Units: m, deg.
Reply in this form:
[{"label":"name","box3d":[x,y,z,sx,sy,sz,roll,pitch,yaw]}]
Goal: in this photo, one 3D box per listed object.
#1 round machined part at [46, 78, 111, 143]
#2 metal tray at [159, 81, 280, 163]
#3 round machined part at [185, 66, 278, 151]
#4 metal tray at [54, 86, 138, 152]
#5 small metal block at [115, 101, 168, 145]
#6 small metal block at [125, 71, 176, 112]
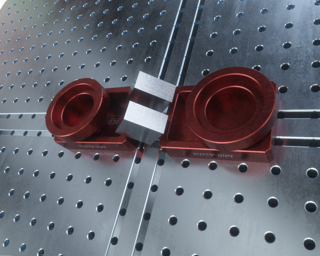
[{"label":"round machined part","box3d":[-0.114,-0.022,0.455,0.098,0.042,0.098,-13,56,21]},{"label":"metal tray","box3d":[0.071,-0.009,0.374,0.130,0.030,0.090,1,62,28]},{"label":"round machined part","box3d":[0.081,-0.018,0.350,0.098,0.042,0.098,-13,56,21]},{"label":"metal tray","box3d":[-0.087,-0.013,0.461,0.130,0.030,0.090,0,63,28]},{"label":"small metal block","box3d":[-0.024,-0.005,0.389,0.050,0.050,0.025,136,151,-62]},{"label":"small metal block","box3d":[-0.013,-0.044,0.408,0.050,0.050,0.025,136,151,-62]}]
